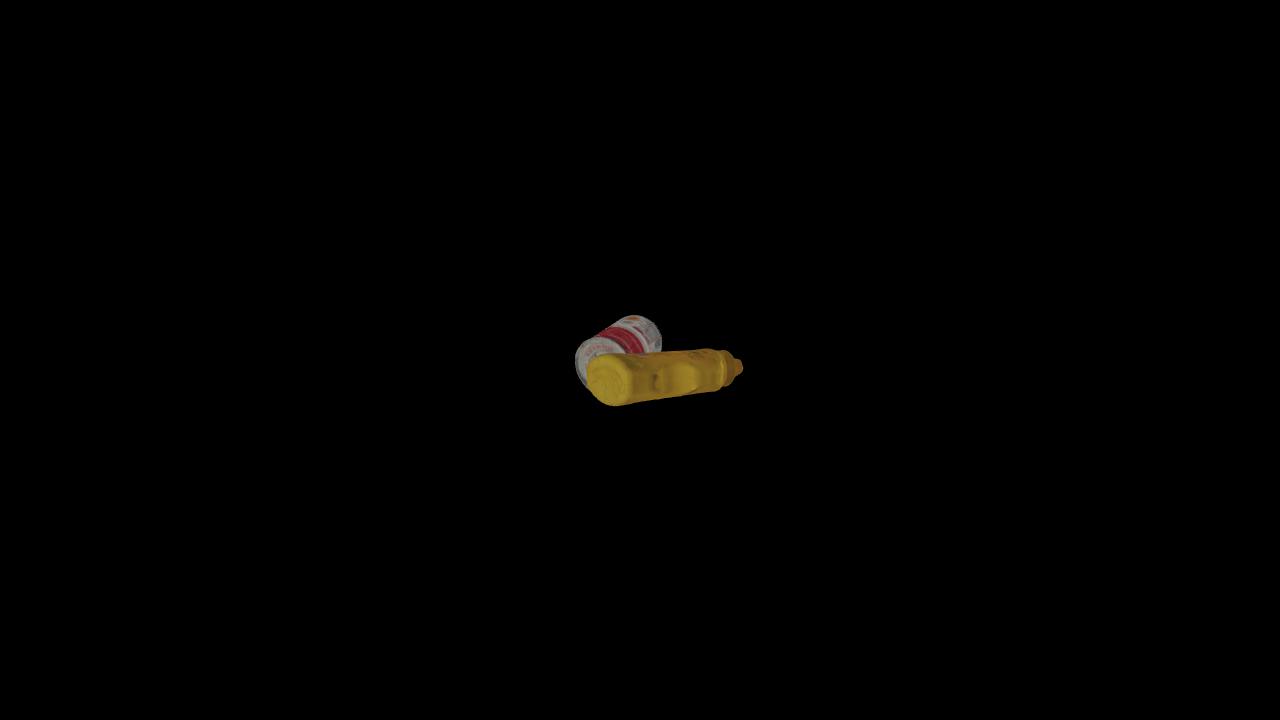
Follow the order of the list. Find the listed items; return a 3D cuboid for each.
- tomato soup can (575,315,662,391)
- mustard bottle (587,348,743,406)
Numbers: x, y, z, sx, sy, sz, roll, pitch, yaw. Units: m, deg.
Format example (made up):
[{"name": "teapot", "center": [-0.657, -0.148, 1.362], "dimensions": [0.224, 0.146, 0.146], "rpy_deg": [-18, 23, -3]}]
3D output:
[{"name": "tomato soup can", "center": [-0.021, -0.009, 0.698], "dimensions": [0.068, 0.068, 0.101], "rpy_deg": [0, 19, 23]}, {"name": "mustard bottle", "center": [0.041, 0.014, 0.678], "dimensions": [0.184, 0.054, 0.092], "rpy_deg": [-5, 2, -33]}]
